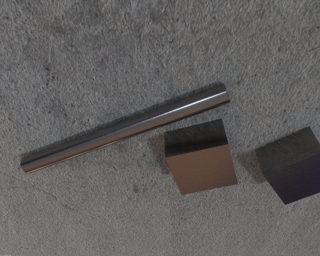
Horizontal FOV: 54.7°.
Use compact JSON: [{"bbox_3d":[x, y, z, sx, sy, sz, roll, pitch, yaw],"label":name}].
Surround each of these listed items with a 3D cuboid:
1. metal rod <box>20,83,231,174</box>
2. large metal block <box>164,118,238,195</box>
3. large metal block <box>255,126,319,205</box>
[{"bbox_3d":[-0.056,0.006,0.411,0.301,0.025,0.025,-19,128,15],"label":"metal rod"},{"bbox_3d":[0.057,0.041,0.427,0.080,0.050,0.080,-14,129,11],"label":"large metal block"},{"bbox_3d":[0.195,0.056,0.441,0.080,0.050,0.080,-28,125,21],"label":"large metal block"}]
